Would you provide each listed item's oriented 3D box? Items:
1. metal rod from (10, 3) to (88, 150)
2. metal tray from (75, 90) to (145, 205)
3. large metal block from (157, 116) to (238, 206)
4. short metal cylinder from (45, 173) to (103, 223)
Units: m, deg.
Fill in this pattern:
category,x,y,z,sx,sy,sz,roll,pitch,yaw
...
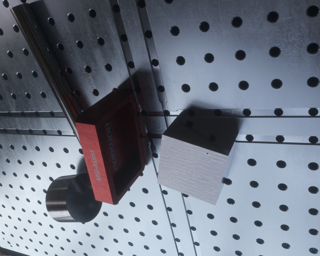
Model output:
category,x,y,z,sx,sy,sz,roll,pitch,yaw
metal rod,-0.134,-0.031,0.462,0.025,0.025,0.299,-9,114,32
metal tray,-0.061,0.025,0.416,0.030,0.090,0.129,8,122,24
large metal block,0.046,0.040,0.396,0.080,0.050,0.079,18,126,18
short metal cylinder,-0.144,0.119,0.525,0.050,0.080,0.080,-11,113,33
